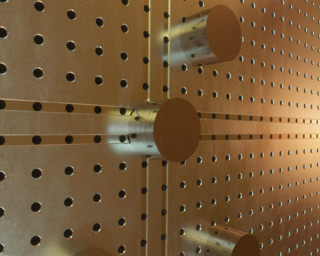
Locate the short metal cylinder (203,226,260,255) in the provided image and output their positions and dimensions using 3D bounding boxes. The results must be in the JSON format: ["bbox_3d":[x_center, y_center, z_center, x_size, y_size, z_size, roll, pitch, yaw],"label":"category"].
[{"bbox_3d":[0.115,0.203,0.493,0.081,0.050,0.079,0,90,-40],"label":"short metal cylinder"}]

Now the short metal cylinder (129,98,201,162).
[{"bbox_3d":[0.007,0.002,0.401,0.081,0.050,0.079,0,91,-40],"label":"short metal cylinder"}]

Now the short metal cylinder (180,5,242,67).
[{"bbox_3d":[0.076,-0.135,0.459,0.081,0.050,0.079,0,90,-40],"label":"short metal cylinder"}]

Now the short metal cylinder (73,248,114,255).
[{"bbox_3d":[-0.069,0.179,0.337,0.081,0.050,0.079,0,90,-40],"label":"short metal cylinder"}]
